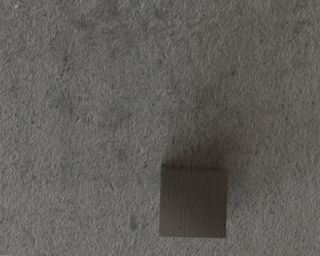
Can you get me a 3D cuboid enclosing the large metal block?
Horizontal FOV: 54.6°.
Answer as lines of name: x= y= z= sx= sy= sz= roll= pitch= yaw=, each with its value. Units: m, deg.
large metal block: x=0.040 y=0.092 z=0.398 sx=0.080 sy=0.050 sz=0.080 roll=2 pitch=90 yaw=0
